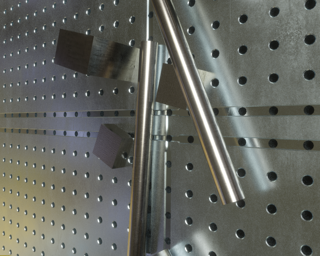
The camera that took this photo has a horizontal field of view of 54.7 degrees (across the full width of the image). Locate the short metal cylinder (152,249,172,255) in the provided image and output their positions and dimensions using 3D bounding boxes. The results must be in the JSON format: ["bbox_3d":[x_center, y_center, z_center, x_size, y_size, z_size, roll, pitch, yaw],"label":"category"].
[{"bbox_3d":[-0.012,0.194,0.384,0.080,0.081,0.050,-46,63,30],"label":"short metal cylinder"}]

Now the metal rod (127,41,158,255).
[{"bbox_3d":[-0.024,0.033,0.429,0.025,0.025,0.298,6,94,40],"label":"metal rod"}]

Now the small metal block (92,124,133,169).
[{"bbox_3d":[-0.071,0.027,0.468,0.050,0.025,0.050,32,110,35],"label":"small metal block"}]

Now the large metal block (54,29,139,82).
[{"bbox_3d":[-0.093,-0.105,0.450,0.080,0.081,0.050,23,105,37],"label":"large metal block"}]

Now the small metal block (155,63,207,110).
[{"bbox_3d":[0.025,-0.052,0.388,0.050,0.025,0.050,19,102,38],"label":"small metal block"}]

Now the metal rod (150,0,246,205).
[{"bbox_3d":[0.031,-0.063,0.351,0.025,0.025,0.299,-29,71,36],"label":"metal rod"}]
